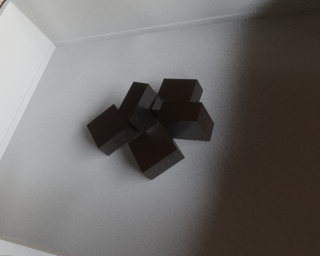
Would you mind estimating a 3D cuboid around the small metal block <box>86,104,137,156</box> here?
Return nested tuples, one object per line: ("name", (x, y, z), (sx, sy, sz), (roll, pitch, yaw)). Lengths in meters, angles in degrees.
("small metal block", (-0.069, 0.002, 0.436), (0.050, 0.025, 0.050), (-38, 51, 2))

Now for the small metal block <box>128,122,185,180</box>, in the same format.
("small metal block", (-0.005, 0.028, 0.387), (0.050, 0.025, 0.050), (-35, 52, 4))

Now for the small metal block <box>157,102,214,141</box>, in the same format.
("small metal block", (0.032, -0.008, 0.374), (0.050, 0.050, 0.025), (3, 64, 29))

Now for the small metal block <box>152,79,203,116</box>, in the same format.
("small metal block", (0.024, -0.038, 0.413), (0.050, 0.025, 0.050), (7, 65, 30))

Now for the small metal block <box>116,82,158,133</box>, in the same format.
("small metal block", (-0.025, -0.026, 0.414), (0.025, 0.050, 0.050), (13, 69, 33))
